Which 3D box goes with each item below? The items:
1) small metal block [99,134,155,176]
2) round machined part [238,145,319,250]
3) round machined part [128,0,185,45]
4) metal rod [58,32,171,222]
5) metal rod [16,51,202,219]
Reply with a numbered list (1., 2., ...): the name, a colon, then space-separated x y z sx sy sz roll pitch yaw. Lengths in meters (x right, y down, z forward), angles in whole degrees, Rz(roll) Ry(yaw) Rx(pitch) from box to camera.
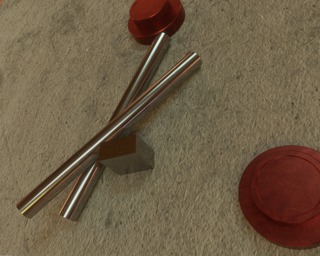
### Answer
1. small metal block: -0.040 0.035 0.387 0.050 0.050 0.025 -14 56 20
2. round machined part: 0.123 0.060 0.292 0.098 0.042 0.098 -13 56 21
3. round machined part: -0.011 -0.190 0.515 0.098 0.042 0.098 -13 56 21
4. metal rod: -0.057 -0.014 0.441 0.025 0.025 0.300 14 68 33
5. metal rod: -0.057 0.002 0.407 0.301 0.025 0.025 -43 51 -12
